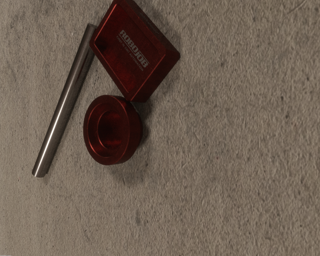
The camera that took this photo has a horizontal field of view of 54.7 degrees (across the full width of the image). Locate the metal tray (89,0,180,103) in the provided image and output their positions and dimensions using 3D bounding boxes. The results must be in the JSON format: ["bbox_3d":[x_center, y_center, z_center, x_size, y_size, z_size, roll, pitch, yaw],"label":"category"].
[{"bbox_3d":[-0.041,-0.110,0.432,0.090,0.030,0.130,-50,61,28],"label":"metal tray"}]

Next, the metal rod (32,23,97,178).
[{"bbox_3d":[-0.167,-0.036,0.539,0.025,0.025,0.298,42,115,31],"label":"metal rod"}]

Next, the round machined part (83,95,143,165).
[{"bbox_3d":[-0.063,0.002,0.443,0.098,0.042,0.097,1,91,40],"label":"round machined part"}]
